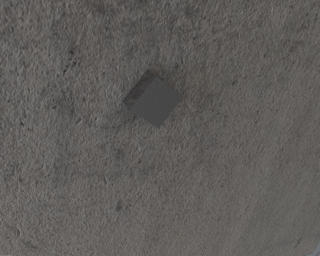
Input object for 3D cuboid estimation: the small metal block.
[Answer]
[{"bbox_3d":[-0.008,-0.035,0.380,0.050,0.025,0.050,32,100,-38],"label":"small metal block"}]
